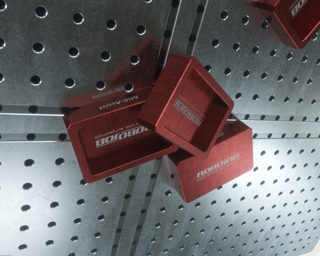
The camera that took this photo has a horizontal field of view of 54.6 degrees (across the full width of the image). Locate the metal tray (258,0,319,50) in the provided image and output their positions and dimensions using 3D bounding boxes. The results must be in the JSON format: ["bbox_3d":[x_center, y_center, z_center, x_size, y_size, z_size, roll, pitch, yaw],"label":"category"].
[{"bbox_3d":[0.198,-0.180,0.403,0.090,0.030,0.130,33,100,-38],"label":"metal tray"}]

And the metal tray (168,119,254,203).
[{"bbox_3d":[0.083,0.052,0.485,0.131,0.030,0.090,-24,127,-13],"label":"metal tray"}]

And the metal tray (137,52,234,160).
[{"bbox_3d":[0.038,-0.021,0.381,0.130,0.030,0.090,32,84,-52],"label":"metal tray"}]

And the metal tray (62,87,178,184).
[{"bbox_3d":[-0.043,0.007,0.387,0.131,0.030,0.090,-19,126,-17],"label":"metal tray"}]
